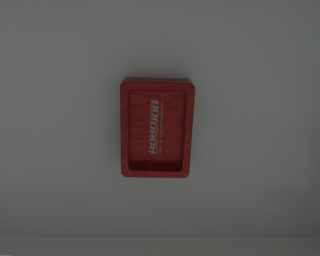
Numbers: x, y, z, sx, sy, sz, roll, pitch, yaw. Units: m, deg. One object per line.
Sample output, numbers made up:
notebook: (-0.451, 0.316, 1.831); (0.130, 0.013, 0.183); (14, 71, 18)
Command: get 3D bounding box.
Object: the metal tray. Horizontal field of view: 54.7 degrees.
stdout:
metal tray: (-0.005, 0.001, 0.406); (0.091, 0.030, 0.129); (1, 110, -2)
